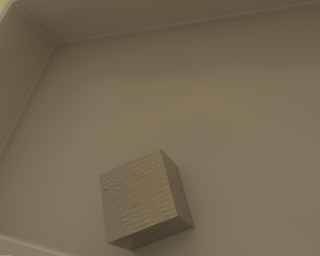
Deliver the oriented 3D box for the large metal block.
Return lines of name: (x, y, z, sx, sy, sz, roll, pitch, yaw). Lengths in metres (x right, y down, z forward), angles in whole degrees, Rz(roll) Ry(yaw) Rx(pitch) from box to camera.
large metal block: (-0.017, 0.081, 0.349, 0.080, 0.050, 0.080, -25, 53, 13)
